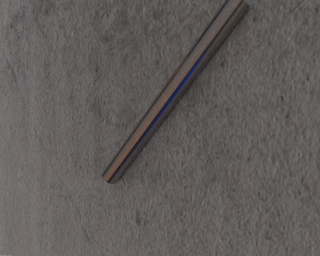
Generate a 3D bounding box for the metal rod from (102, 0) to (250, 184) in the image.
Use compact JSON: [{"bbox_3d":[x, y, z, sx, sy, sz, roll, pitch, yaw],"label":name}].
[{"bbox_3d":[0.005,-0.032,0.398,0.025,0.025,0.298,52,120,27],"label":"metal rod"}]
